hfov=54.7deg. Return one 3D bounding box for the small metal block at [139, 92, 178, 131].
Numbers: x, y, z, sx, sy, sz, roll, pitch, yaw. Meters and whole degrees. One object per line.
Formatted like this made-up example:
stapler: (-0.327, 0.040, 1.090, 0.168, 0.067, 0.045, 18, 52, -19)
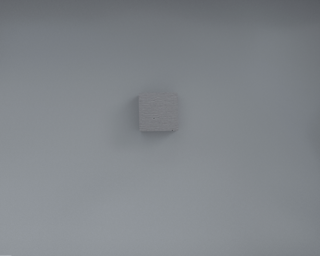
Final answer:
small metal block: (-0.002, -0.021, 0.411, 0.050, 0.025, 0.050, -1, 90, -1)
